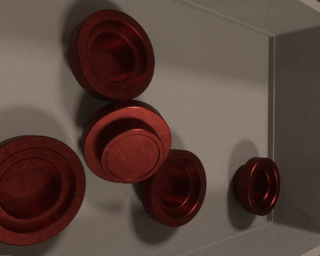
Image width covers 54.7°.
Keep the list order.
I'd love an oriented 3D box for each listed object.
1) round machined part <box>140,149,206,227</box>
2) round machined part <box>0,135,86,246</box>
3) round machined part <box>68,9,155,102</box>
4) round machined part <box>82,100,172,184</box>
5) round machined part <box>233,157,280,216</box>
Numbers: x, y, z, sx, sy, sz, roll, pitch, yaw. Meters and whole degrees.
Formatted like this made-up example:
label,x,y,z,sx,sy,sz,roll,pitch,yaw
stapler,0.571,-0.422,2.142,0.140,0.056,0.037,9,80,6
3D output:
label,x,y,z,sx,sy,sz,roll,pitch,yaw
round machined part,0.013,0.076,0.409,0.099,0.042,0.097,0,90,-40
round machined part,-0.125,0.055,0.292,0.099,0.042,0.097,0,90,-40
round machined part,-0.057,-0.078,0.348,0.099,0.042,0.097,2,87,-40
round machined part,-0.034,0.022,0.339,0.099,0.042,0.097,-9,120,-15
round machined part,0.164,0.099,0.537,0.099,0.042,0.097,0,90,-40
